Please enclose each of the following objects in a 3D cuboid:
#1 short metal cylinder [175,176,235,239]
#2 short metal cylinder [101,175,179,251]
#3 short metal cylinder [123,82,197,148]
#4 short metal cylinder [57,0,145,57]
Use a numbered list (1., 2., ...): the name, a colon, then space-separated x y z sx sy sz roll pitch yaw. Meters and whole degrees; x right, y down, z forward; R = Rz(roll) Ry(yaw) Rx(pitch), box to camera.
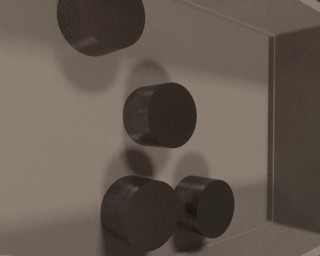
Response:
1. short metal cylinder: 0.062 0.111 0.445 0.081 0.050 0.079 0 90 -40
2. short metal cylinder: -0.023 0.100 0.373 0.081 0.050 0.079 0 90 -40
3. short metal cylinder: 0.001 -0.015 0.393 0.081 0.050 0.079 0 90 -40
4. short metal cylinder: -0.063 -0.122 0.338 0.081 0.050 0.079 0 90 -40
